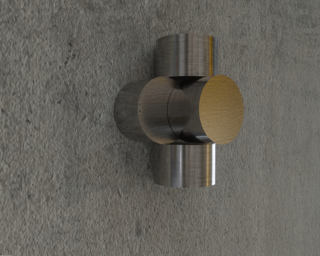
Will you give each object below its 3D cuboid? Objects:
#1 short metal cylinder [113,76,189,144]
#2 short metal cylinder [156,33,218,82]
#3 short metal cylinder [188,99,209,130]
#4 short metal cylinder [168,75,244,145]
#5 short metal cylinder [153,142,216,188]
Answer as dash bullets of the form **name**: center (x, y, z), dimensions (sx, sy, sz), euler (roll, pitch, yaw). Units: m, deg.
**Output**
- **short metal cylinder**: center (-0.010, -0.021, 0.383), dimensions (0.081, 0.050, 0.079), euler (0, 90, -40)
- **short metal cylinder**: center (0.035, -0.086, 0.402), dimensions (0.081, 0.080, 0.050), euler (0, 91, -40)
- **short metal cylinder**: center (0.052, -0.022, 0.435), dimensions (0.081, 0.050, 0.079), euler (0, 90, -40)
- **short metal cylinder**: center (0.056, -0.021, 0.373), dimensions (0.081, 0.050, 0.079), euler (0, 90, -40)
- **short metal cylinder**: center (0.032, 0.044, 0.400), dimensions (0.081, 0.080, 0.050), euler (0, 90, -40)
